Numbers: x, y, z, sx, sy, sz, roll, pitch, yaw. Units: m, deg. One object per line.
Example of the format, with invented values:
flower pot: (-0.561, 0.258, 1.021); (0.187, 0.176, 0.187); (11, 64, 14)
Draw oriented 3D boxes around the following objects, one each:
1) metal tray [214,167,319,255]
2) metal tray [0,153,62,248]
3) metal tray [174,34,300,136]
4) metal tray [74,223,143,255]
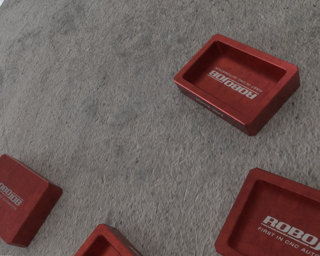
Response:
metal tray: (0.126, 0.100, 0.272); (0.130, 0.030, 0.090); (20, 72, 35)
metal tray: (-0.213, 0.101, 0.451); (0.130, 0.030, 0.090); (20, 72, 35)
metal tray: (0.092, -0.059, 0.388); (0.090, 0.030, 0.130); (-47, 51, -5)
metal tray: (-0.045, 0.174, 0.317); (0.130, 0.030, 0.090); (31, 79, 38)
